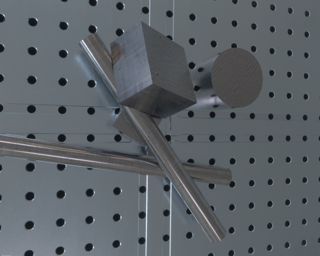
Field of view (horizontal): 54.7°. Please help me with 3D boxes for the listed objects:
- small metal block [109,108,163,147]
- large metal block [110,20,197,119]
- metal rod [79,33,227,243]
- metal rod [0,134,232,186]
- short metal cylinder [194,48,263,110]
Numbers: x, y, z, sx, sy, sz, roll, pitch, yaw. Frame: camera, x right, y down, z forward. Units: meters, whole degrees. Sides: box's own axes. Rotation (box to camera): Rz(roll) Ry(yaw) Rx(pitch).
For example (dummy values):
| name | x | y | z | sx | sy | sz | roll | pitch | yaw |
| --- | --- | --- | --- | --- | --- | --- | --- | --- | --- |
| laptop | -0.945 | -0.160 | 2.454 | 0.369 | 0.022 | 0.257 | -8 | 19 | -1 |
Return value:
| name | x | y | z | sx | sy | sz | roll | pitch | yaw |
| --- | --- | --- | --- | --- | --- | --- | --- | --- | --- |
| small metal block | -0.030 | -0.010 | 0.402 | 0.050 | 0.025 | 0.050 | 34 | 79 | -17 |
| large metal block | -0.007 | -0.064 | 0.365 | 0.080 | 0.050 | 0.080 | 16 | 56 | -49 |
| metal rod | -0.003 | 0.020 | 0.384 | 0.025 | 0.025 | 0.299 | -36 | 101 | -16 |
| metal rod | -0.043 | 0.045 | 0.397 | 0.302 | 0.025 | 0.025 | 11 | 87 | -20 |
| short metal cylinder | 0.095 | -0.067 | 0.434 | 0.081 | 0.050 | 0.079 | 0 | 90 | -20 |
